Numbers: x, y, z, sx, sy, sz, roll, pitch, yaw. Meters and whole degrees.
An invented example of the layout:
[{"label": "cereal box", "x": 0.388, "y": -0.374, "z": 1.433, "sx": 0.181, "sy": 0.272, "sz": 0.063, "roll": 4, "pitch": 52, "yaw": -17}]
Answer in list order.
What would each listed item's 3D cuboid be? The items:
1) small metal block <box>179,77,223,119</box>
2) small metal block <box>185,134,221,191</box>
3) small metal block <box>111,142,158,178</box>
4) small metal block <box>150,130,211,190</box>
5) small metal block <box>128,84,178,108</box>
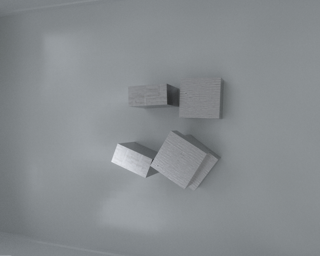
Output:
[{"label": "small metal block", "x": 0.053, "y": -0.037, "z": 0.391, "sx": 0.050, "sy": 0.025, "sz": 0.050, "roll": 3, "pitch": 91, "yaw": 19}, {"label": "small metal block", "x": 0.041, "y": 0.043, "z": 0.395, "sx": 0.050, "sy": 0.025, "sz": 0.050, "roll": 38, "pitch": 102, "yaw": 15}, {"label": "small metal block", "x": -0.027, "y": 0.040, "z": 0.406, "sx": 0.050, "sy": 0.050, "sz": 0.025, "roll": 22, "pitch": 98, "yaw": 18}, {"label": "small metal block", "x": 0.025, "y": 0.037, "z": 0.375, "sx": 0.050, "sy": 0.025, "sz": 0.050, "roll": 33, "pitch": 100, "yaw": 16}, {"label": "small metal block", "x": -0.007, "y": -0.040, "z": 0.399, "sx": 0.050, "sy": 0.050, "sz": 0.025, "roll": -1, "pitch": 90, "yaw": 19}]
